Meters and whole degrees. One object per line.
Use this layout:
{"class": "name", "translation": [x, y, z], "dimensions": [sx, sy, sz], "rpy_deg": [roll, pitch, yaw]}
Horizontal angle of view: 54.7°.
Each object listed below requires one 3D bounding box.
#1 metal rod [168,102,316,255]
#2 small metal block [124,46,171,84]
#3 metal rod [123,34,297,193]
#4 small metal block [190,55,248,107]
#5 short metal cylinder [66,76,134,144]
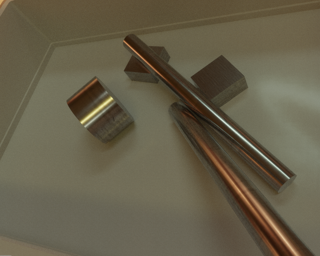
{"class": "metal rod", "translation": [0.056, 0.038, 0.276], "dimensions": [0.025, 0.025, 0.300], "rpy_deg": [-36, 27, 4]}
{"class": "small metal block", "translation": [-0.019, -0.098, 0.475], "dimensions": [0.050, 0.025, 0.050], "rpy_deg": [12, 68, 33]}
{"class": "metal rod", "translation": [0.041, -0.038, 0.387], "dimensions": [0.025, 0.025, 0.300], "rpy_deg": [-42, 57, -1]}
{"class": "small metal block", "translation": [0.076, -0.059, 0.401], "dimensions": [0.050, 0.025, 0.050], "rpy_deg": [-36, 51, 4]}
{"class": "short metal cylinder", "translation": [-0.081, -0.025, 0.426], "dimensions": [0.050, 0.080, 0.080], "rpy_deg": [-40, 51, 1]}
